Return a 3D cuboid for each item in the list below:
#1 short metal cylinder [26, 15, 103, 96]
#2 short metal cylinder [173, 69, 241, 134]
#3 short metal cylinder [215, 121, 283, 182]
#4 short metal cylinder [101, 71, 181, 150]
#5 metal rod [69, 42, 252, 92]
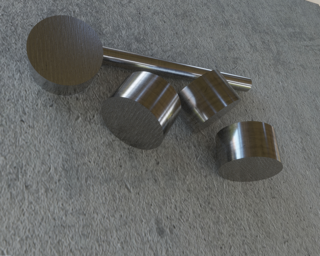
[{"bbox_3d":[-0.111,-0.082,0.361,0.081,0.050,0.080,3,81,-21],"label":"short metal cylinder"},{"bbox_3d":[0.063,-0.035,0.423,0.081,0.080,0.050,-27,77,-37],"label":"short metal cylinder"},{"bbox_3d":[0.116,0.033,0.411,0.081,0.080,0.050,14,56,-21],"label":"short metal cylinder"},{"bbox_3d":[-0.022,-0.020,0.369,0.080,0.080,0.050,36,51,-4],"label":"short metal cylinder"},{"bbox_3d":[0.012,-0.089,0.464,0.302,0.025,0.025,6,59,-25],"label":"metal rod"}]
